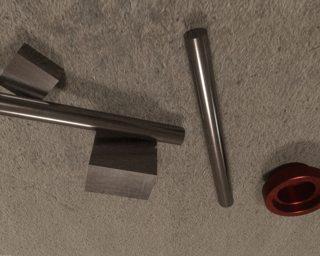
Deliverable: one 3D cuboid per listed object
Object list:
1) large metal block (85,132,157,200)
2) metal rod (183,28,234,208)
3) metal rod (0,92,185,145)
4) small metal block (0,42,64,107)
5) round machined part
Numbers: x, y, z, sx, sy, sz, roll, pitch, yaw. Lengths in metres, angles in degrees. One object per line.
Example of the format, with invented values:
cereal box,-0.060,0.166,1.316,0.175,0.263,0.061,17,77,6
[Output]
large metal block,-0.049,0.042,0.406,0.081,0.080,0.050,11,129,-10
metal rod,0.073,0.011,0.417,0.025,0.025,0.299,-11,130,9
metal rod,-0.111,-0.015,0.365,0.302,0.025,0.025,11,130,-20
small metal block,-0.148,-0.060,0.354,0.050,0.025,0.050,35,122,-27
round machined part,0.207,0.091,0.477,0.099,0.042,0.097,-1,130,0
